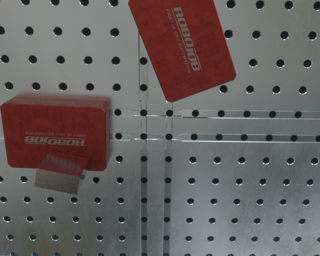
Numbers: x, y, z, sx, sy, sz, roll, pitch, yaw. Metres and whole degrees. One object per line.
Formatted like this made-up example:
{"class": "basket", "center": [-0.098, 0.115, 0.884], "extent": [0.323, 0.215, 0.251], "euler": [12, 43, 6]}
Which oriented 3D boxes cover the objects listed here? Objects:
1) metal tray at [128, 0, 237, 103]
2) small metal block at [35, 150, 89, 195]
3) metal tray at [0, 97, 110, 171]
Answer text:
{"class": "metal tray", "center": [0.028, -0.106, 0.372], "extent": [0.090, 0.030, 0.129], "euler": [-20, 109, 7]}
{"class": "small metal block", "center": [-0.121, 0.054, 0.386], "extent": [0.050, 0.050, 0.025], "euler": [13, 110, -5]}
{"class": "metal tray", "center": [-0.135, 0.009, 0.413], "extent": [0.131, 0.030, 0.089], "euler": [3, 110, -1]}
